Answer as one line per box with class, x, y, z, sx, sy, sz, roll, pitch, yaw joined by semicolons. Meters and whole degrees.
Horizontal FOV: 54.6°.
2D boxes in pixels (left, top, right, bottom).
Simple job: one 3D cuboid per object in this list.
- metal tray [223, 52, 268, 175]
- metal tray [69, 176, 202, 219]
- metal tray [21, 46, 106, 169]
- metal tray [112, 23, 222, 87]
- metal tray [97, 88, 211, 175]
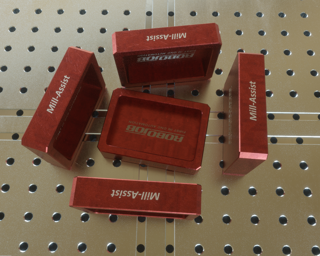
metal tray;0.102;-0.015;0.383;0.030;0.090;0.130;4;70;1
metal tray;-0.024;0.081;0.348;0.131;0.090;0.030;3;70;1
metal tray;-0.112;-0.022;0.385;0.030;0.090;0.130;17;71;6
metal tray;0.008;-0.093;0.411;0.131;0.090;0.030;-6;70;-2
metal tray;-0.006;0.003;0.407;0.131;0.030;0.090;11;70;3
